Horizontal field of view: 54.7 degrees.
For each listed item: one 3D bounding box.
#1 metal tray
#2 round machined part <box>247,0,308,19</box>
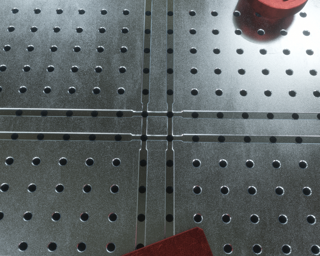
[{"bbox_3d":[0.001,0.176,0.345,0.131,0.030,0.090,-19,71,-7],"label":"metal tray"},{"bbox_3d":[0.179,-0.211,0.481,0.099,0.042,0.098,0,71,0],"label":"round machined part"}]
